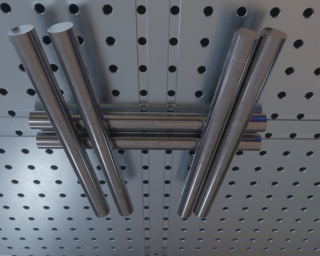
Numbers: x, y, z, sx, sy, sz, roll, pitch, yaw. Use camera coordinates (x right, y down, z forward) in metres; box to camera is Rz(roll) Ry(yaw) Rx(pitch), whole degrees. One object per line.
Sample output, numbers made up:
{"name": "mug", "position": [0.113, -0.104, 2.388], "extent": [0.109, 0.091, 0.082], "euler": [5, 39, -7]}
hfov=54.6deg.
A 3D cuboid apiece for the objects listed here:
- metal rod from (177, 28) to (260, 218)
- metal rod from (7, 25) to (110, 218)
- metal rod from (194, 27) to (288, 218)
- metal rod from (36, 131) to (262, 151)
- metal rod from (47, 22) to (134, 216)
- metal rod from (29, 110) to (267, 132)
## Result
{"name": "metal rod", "position": [0.062, 0.020, 0.397], "extent": [0.025, 0.025, 0.298], "euler": [7, 130, -6]}
{"name": "metal rod", "position": [-0.112, 0.018, 0.394], "extent": [0.025, 0.025, 0.299], "euler": [-6, 130, 5]}
{"name": "metal rod", "position": [0.088, 0.020, 0.397], "extent": [0.025, 0.025, 0.298], "euler": [7, 130, -6]}
{"name": "metal rod", "position": [-0.014, 0.018, 0.427], "extent": [0.302, 0.025, 0.025], "euler": [1, 130, -1]}
{"name": "metal rod", "position": [-0.075, 0.016, 0.392], "extent": [0.025, 0.025, 0.299], "euler": [-6, 130, 5]}
{"name": "metal rod", "position": [-0.014, -0.009, 0.405], "extent": [0.302, 0.025, 0.025], "euler": [1, 130, -1]}
